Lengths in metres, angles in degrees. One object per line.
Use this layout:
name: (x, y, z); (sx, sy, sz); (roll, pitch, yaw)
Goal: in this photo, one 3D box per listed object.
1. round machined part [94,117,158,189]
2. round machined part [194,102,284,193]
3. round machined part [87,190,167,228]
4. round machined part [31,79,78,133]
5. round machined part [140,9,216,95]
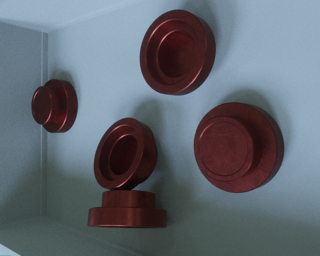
round machined part: (-0.042, 0.038, 0.417); (0.098, 0.042, 0.098); (-23, 54, 36)
round machined part: (0.077, 0.021, 0.333); (0.098, 0.042, 0.097); (0, 90, 40)
round machined part: (-0.041, 0.105, 0.395); (0.098, 0.099, 0.042); (-15, 65, 39)
round machined part: (-0.195, -0.040, 0.557); (0.098, 0.042, 0.097); (0, 90, 40)
round machined part: (0.025, -0.088, 0.375); (0.098, 0.042, 0.097); (0, 90, 40)
